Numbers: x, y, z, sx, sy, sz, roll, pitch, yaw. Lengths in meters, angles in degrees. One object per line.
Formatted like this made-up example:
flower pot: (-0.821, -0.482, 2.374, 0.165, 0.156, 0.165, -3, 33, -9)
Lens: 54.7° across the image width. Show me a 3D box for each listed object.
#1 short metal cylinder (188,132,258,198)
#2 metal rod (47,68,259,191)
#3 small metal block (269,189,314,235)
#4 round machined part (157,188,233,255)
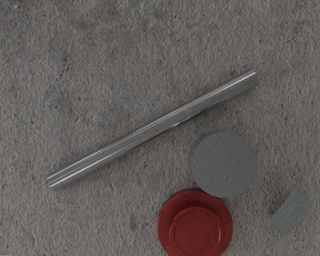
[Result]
short metal cylinder: (0.078, 0.044, 0.398, 0.081, 0.050, 0.079, 0, 90, 0)
metal rod: (-0.009, 0.002, 0.409, 0.301, 0.025, 0.025, -28, 90, 0)
small metal block: (0.168, 0.108, 0.396, 0.025, 0.050, 0.050, 39, 90, 29)
round machined part: (0.046, 0.130, 0.402, 0.099, 0.042, 0.097, 0, 90, 0)
